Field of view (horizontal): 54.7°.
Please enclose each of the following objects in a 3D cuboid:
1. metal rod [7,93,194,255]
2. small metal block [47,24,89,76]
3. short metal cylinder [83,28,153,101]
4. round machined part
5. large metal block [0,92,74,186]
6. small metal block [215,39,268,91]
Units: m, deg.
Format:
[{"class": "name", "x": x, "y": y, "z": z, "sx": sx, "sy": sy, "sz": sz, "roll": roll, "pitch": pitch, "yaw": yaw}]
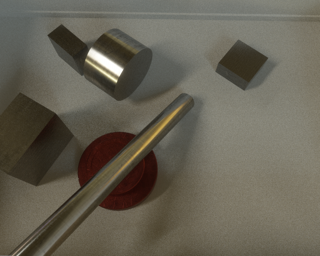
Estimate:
[{"class": "metal rod", "x": -0.046, "y": 0.044, "z": 0.328, "sx": 0.025, "sy": 0.025, "sz": 0.302, "roll": 35, "pitch": 49, "yaw": 12}, {"class": "small metal block", "x": -0.124, "y": -0.108, "z": 0.434, "sx": 0.050, "sy": 0.050, "sz": 0.025, "roll": 41, "pitch": 75, "yaw": 13}, {"class": "short metal cylinder", "x": -0.054, "y": -0.083, "z": 0.410, "sx": 0.050, "sy": 0.080, "sz": 0.080, "roll": 35, "pitch": 74, "yaw": 11}, {"class": "round machined part", "x": -0.052, "y": 0.050, "z": 0.382, "sx": 0.099, "sy": 0.042, "sz": 0.098, "roll": 0, "pitch": 70, "yaw": 0}, {"class": "large metal block", "x": -0.158, "y": 0.017, "z": 0.372, "sx": 0.050, "sy": 0.080, "sz": 0.080, "roll": 30, "pitch": 73, "yaw": 10}, {"class": "small metal block", "x": 0.117, "y": -0.090, "z": 0.444, "sx": 0.050, "sy": 0.025, "sz": 0.050, "roll": 37, "pitch": 74, "yaw": 12}]
